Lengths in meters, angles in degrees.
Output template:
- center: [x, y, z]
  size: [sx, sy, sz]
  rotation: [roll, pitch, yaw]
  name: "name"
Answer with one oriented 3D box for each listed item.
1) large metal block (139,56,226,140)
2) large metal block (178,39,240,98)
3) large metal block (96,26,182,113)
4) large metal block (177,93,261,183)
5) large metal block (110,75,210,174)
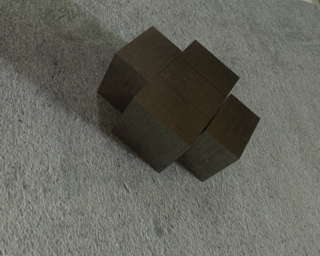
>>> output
- center: [0.024, -0.031, 0.404]
  size: [0.080, 0.080, 0.050]
  rotation: [41, 51, -1]
  name: "large metal block"
- center: [0.049, -0.061, 0.436]
  size: [0.080, 0.080, 0.050]
  rotation: [41, 51, -1]
  name: "large metal block"
- center: [-0.028, -0.072, 0.401]
  size: [0.050, 0.080, 0.080]
  rotation: [41, 51, -1]
  name: "large metal block"
- center: [0.073, 0.014, 0.404]
  size: [0.050, 0.080, 0.080]
  rotation: [41, 51, -1]
  name: "large metal block"
- center: [-0.002, -0.002, 0.372]
  size: [0.080, 0.080, 0.050]
  rotation: [41, 51, -1]
  name: "large metal block"
